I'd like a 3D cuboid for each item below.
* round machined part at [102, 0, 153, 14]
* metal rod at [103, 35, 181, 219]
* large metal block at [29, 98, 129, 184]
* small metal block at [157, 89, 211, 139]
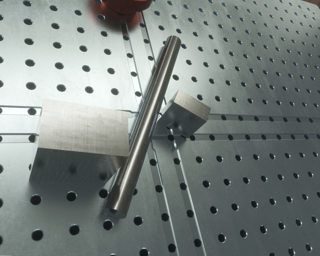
[{"bbox_3d":[-0.058,-0.225,0.503,0.099,0.042,0.098,14,56,-21],"label":"round machined part"},{"bbox_3d":[-0.013,-0.025,0.416,0.025,0.025,0.300,26,52,-12],"label":"metal rod"},{"bbox_3d":[-0.084,0.018,0.316,0.081,0.080,0.050,9,58,-24],"label":"large metal block"},{"bbox_3d":[0.032,-0.018,0.421,0.050,0.050,0.025,30,52,-9],"label":"small metal block"}]
